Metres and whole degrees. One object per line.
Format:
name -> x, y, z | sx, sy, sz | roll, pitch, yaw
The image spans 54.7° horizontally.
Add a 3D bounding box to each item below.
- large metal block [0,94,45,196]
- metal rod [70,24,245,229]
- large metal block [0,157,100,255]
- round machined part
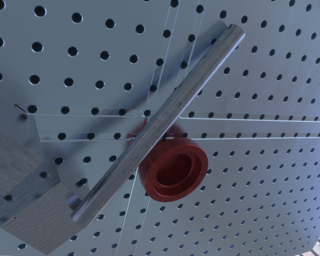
large metal block -> -0.162, 0.004, 0.290 | 0.050, 0.080, 0.080 | -42, 130, 1
metal rod -> 0.002, -0.007, 0.374 | 0.300, 0.025, 0.025 | -50, 130, -6
large metal block -> -0.135, 0.097, 0.381 | 0.080, 0.050, 0.080 | -36, 129, -4
round machined part -> 0.016, 0.055, 0.443 | 0.099, 0.042, 0.097 | -14, 124, -21
